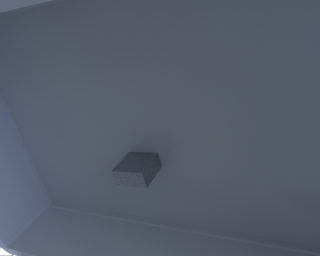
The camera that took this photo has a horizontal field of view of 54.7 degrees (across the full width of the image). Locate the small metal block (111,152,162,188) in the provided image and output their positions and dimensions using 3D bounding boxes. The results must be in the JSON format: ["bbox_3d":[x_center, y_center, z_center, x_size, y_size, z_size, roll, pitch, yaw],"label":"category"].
[{"bbox_3d":[-0.032,0.059,0.444,0.050,0.050,0.025,-1,118,28],"label":"small metal block"}]
